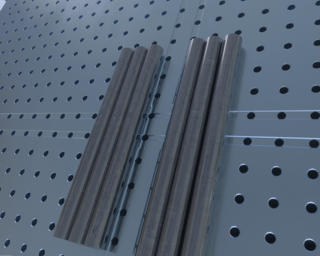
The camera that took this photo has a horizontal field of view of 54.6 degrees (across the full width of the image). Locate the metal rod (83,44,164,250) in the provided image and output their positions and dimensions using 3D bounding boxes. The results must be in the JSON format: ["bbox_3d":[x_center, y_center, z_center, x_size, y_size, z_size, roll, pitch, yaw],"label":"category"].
[{"bbox_3d":[-0.042,0.008,0.426,0.025,0.025,0.300,1,62,29],"label":"metal rod"}]

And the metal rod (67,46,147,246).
[{"bbox_3d":[-0.064,0.008,0.437,0.025,0.025,0.300,1,62,29],"label":"metal rod"}]

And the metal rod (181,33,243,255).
[{"bbox_3d":[0.066,0.009,0.368,0.025,0.025,0.300,1,62,29],"label":"metal rod"}]

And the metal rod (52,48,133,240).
[{"bbox_3d":[-0.087,0.007,0.450,0.025,0.025,0.300,1,62,29],"label":"metal rod"}]

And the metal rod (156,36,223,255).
[{"bbox_3d":[0.042,0.009,0.381,0.025,0.025,0.300,1,62,29],"label":"metal rod"}]

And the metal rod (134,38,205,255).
[{"bbox_3d":[0.021,0.008,0.393,0.025,0.025,0.300,1,62,29],"label":"metal rod"}]
